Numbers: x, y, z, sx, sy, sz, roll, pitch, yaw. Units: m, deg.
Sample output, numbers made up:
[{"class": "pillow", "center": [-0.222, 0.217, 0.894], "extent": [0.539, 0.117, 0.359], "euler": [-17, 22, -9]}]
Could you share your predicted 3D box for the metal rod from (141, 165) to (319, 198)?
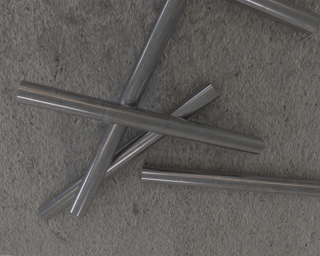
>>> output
[{"class": "metal rod", "center": [0.125, 0.077, 0.439], "extent": [0.302, 0.025, 0.025], "euler": [5, 110, -2]}]

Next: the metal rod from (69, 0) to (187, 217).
[{"class": "metal rod", "center": [-0.045, -0.019, 0.386], "extent": [0.025, 0.025, 0.298], "euler": [25, 102, -9]}]

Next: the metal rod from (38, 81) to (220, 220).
[{"class": "metal rod", "center": [-0.050, 0.037, 0.422], "extent": [0.300, 0.025, 0.025], "euler": [-36, 106, 12]}]

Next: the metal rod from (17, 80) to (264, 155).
[{"class": "metal rod", "center": [-0.007, -0.007, 0.372], "extent": [0.302, 0.025, 0.025], "euler": [13, 110, -19]}]

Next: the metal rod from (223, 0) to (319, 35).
[{"class": "metal rod", "center": [0.040, -0.171, 0.346], "extent": [0.302, 0.025, 0.025], "euler": [19, 109, -7]}]
